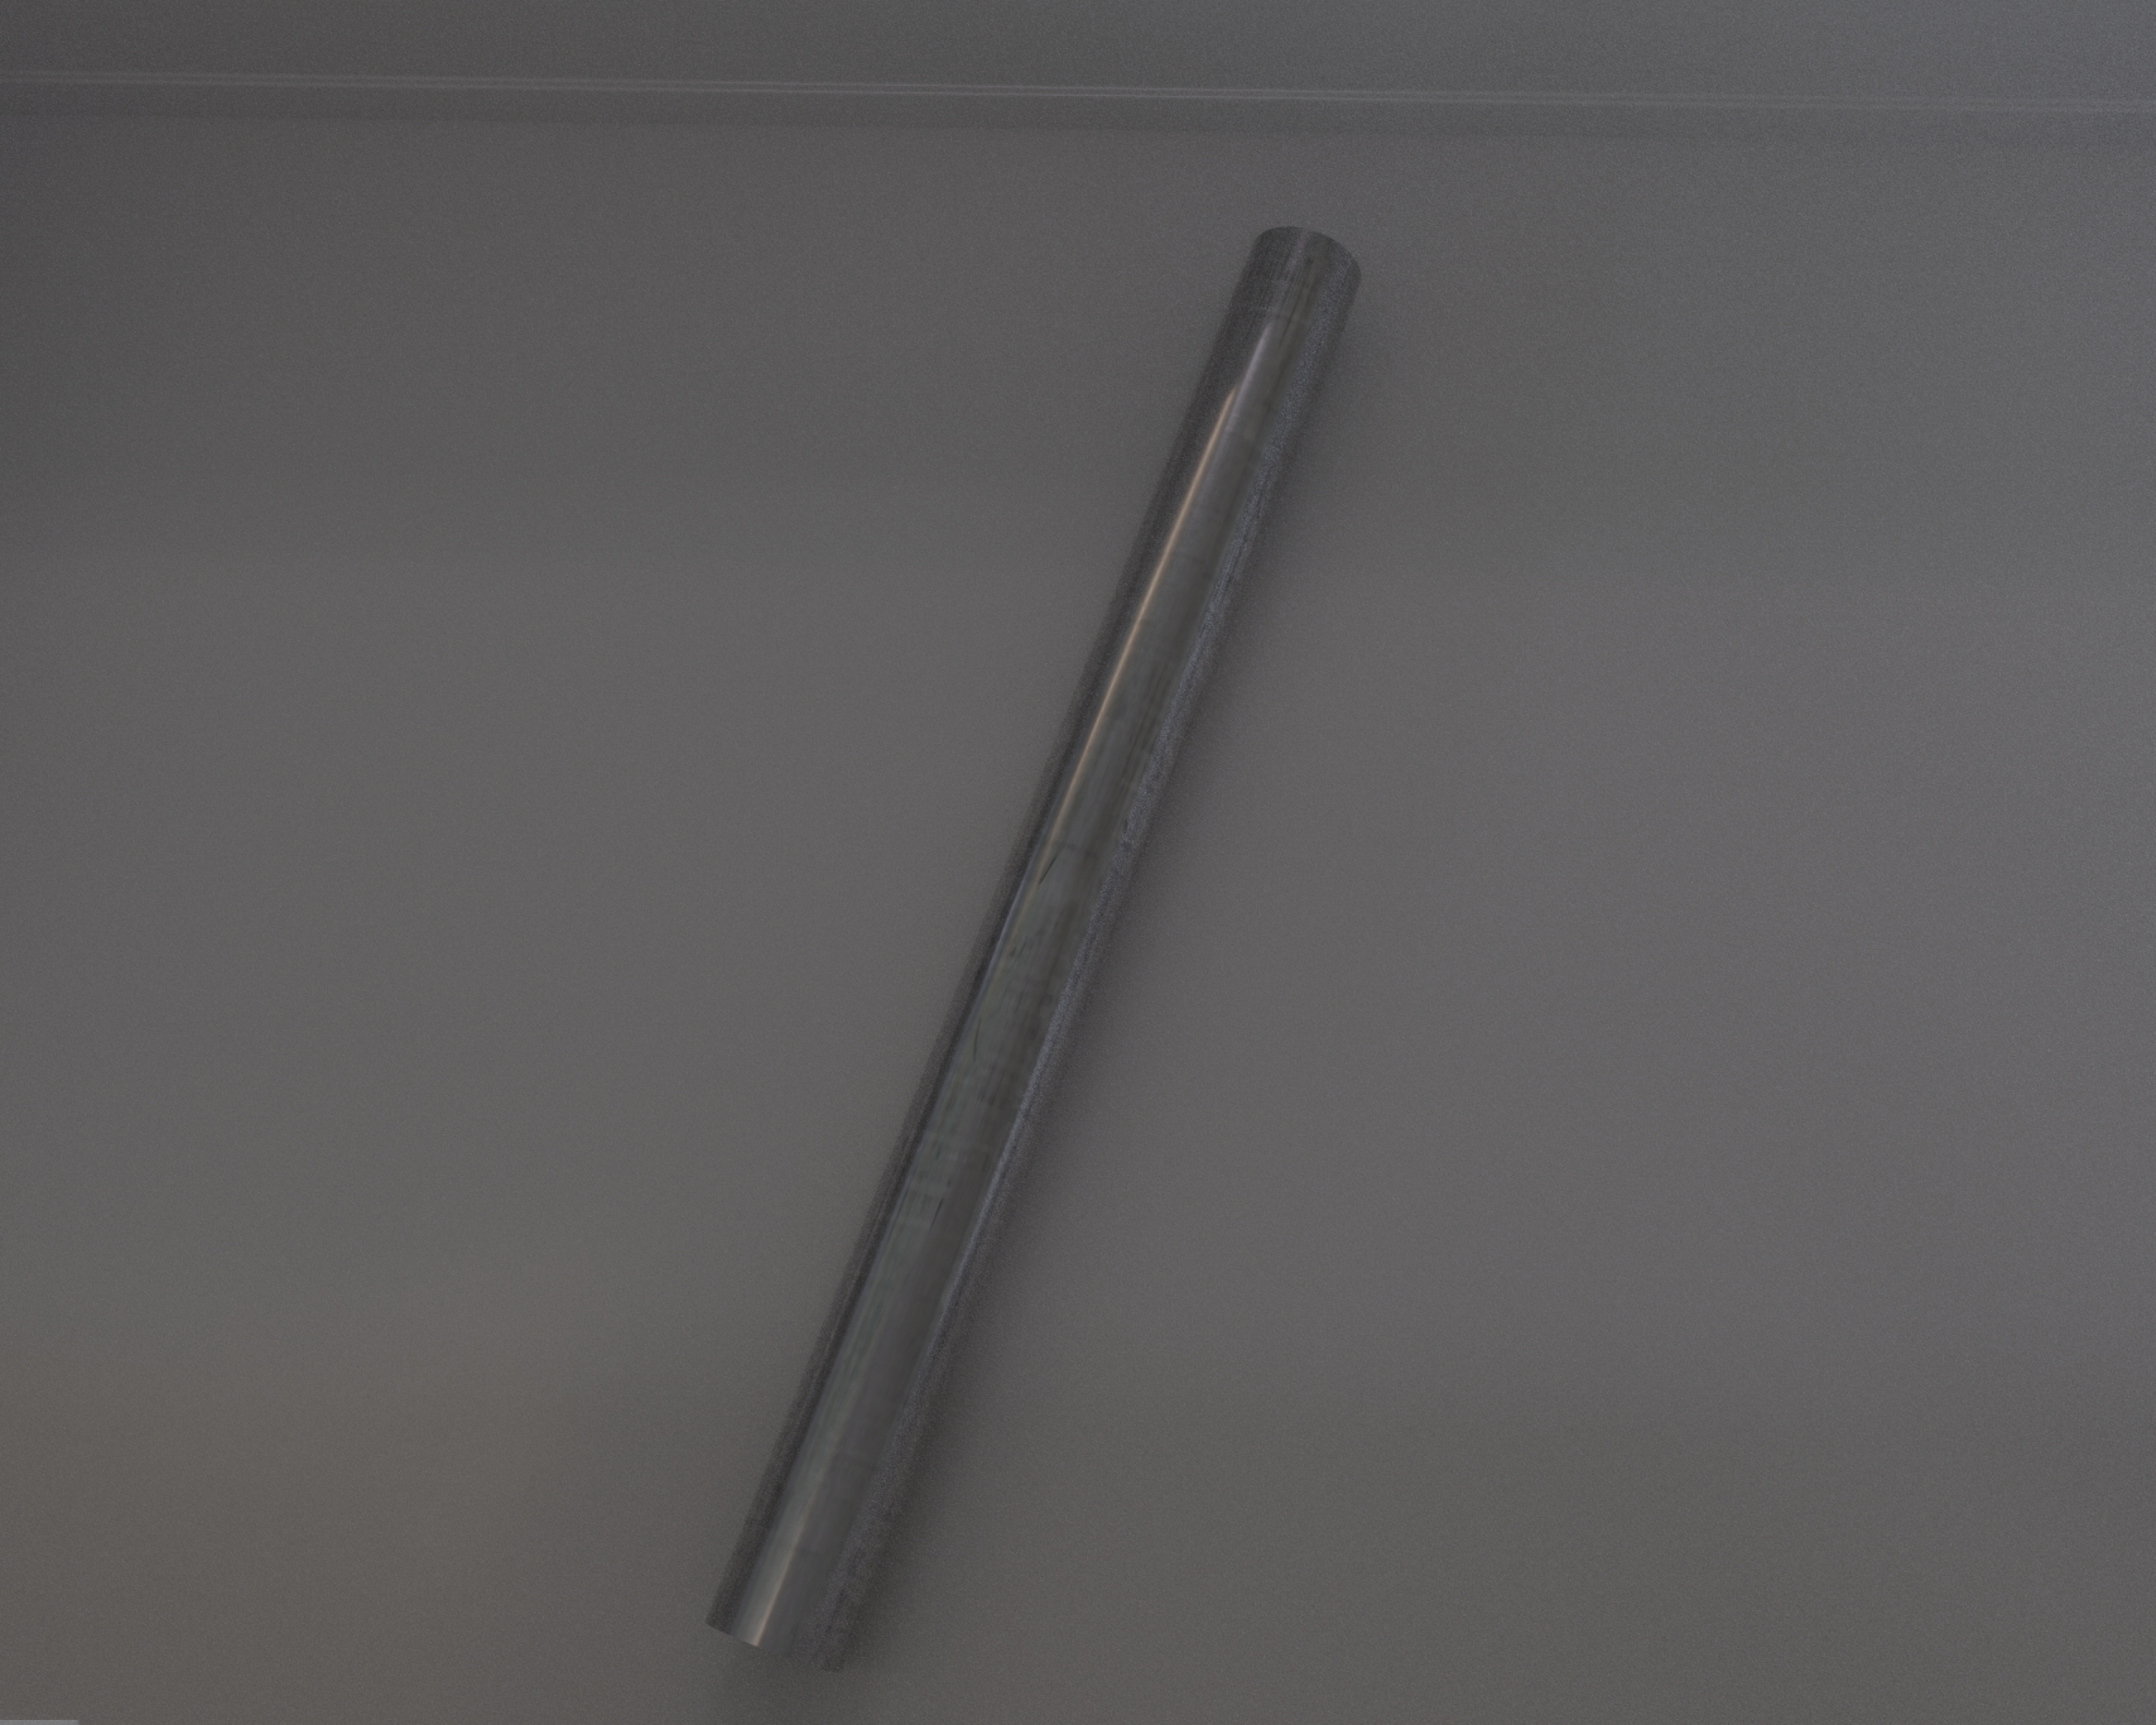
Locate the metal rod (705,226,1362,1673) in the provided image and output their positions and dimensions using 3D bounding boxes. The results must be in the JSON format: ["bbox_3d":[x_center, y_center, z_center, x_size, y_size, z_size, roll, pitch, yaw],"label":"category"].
[{"bbox_3d":[-0.001,0.002,0.406,0.025,0.025,0.300,19,71,7],"label":"metal rod"}]
